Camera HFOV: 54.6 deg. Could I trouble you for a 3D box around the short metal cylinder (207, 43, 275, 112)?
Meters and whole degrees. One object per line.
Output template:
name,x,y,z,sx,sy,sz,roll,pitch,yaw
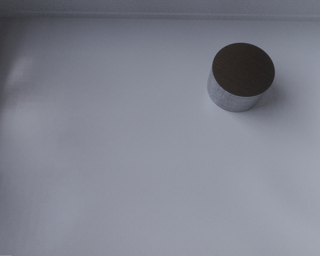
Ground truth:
short metal cylinder,0.107,-0.068,0.422,0.080,0.050,0.080,0,70,0
